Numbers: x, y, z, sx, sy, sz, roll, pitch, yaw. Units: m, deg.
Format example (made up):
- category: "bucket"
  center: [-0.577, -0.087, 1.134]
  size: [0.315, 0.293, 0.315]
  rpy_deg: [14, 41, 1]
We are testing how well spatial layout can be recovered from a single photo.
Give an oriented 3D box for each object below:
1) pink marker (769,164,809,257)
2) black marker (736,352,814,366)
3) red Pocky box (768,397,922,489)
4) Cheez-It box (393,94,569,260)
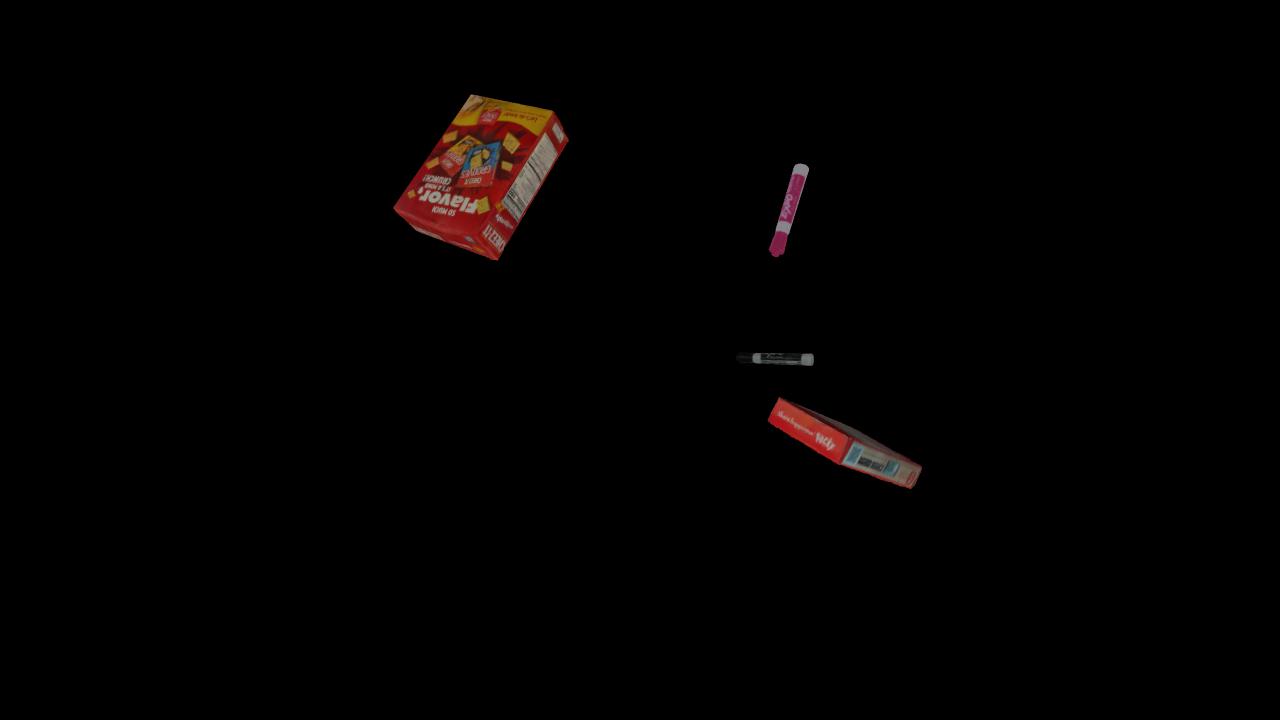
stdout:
- category: "pink marker"
  center: [0.179, -0.180, 0.741]
  size: [0.020, 0.121, 0.020]
  rpy_deg: [18, -12, 4]
- category: "black marker"
  center: [0.210, -0.002, 0.965]
  size: [0.121, 0.020, 0.020]
  rpy_deg: [2, 1, 28]
- category: "red Pocky box"
  center: [0.193, 0.079, 0.574]
  size: [0.155, 0.028, 0.083]
  rpy_deg: [22, 9, -42]
- category: "Cheez-It box"
  center: [-0.229, -0.272, 0.901]
  size: [0.166, 0.223, 0.071]
  rpy_deg: [21, -14, 25]
